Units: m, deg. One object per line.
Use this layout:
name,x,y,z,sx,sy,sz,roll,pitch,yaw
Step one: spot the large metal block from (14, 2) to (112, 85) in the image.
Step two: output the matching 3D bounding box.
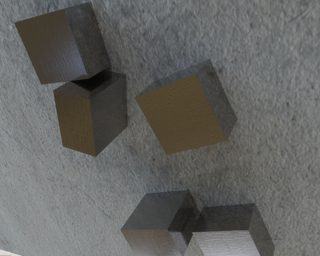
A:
large metal block,-0.119,-0.104,0.387,0.080,0.050,0.080,-2,118,28

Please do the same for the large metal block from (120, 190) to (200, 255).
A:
large metal block,0.004,0.139,0.454,0.080,0.080,0.050,-13,112,33

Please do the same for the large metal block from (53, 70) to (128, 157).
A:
large metal block,-0.085,-0.023,0.400,0.050,0.080,0.079,15,125,19

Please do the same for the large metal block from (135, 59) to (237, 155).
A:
large metal block,0.032,-0.022,0.359,0.080,0.050,0.080,-17,110,34

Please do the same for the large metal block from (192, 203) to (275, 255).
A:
large metal block,0.104,0.155,0.432,0.080,0.050,0.080,-15,111,34
